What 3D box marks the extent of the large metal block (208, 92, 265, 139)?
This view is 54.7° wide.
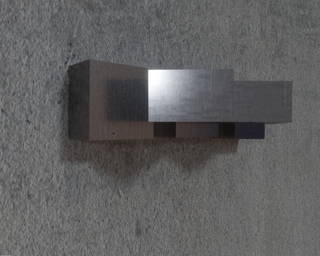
[{"bbox_3d":[0.124,-0.023,0.497,0.081,0.050,0.079,2,89,-40],"label":"large metal block"}]

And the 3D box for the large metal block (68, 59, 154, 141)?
[{"bbox_3d":[-0.054,-0.028,0.346,0.081,0.050,0.079,0,90,-40],"label":"large metal block"}]

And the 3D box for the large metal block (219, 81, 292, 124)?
[{"bbox_3d":[0.121,-0.031,0.412,0.080,0.080,0.050,1,89,4],"label":"large metal block"}]

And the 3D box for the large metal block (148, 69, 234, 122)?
[{"bbox_3d":[0.032,-0.031,0.334,0.080,0.080,0.050,-11,101,-85],"label":"large metal block"}]

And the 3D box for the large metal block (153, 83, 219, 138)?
[{"bbox_3d":[0.034,-0.028,0.421,0.081,0.050,0.079,1,90,-40],"label":"large metal block"}]
